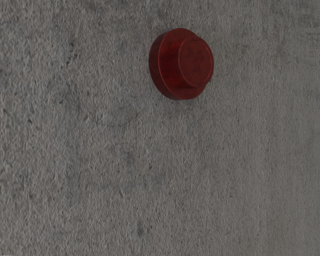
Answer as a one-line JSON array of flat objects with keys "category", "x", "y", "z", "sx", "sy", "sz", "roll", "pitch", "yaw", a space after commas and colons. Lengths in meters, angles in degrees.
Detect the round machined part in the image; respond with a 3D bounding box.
[{"category": "round machined part", "x": 0.036, "y": -0.088, "z": 0.424, "sx": 0.099, "sy": 0.042, "sz": 0.097, "roll": 0, "pitch": 90, "yaw": -40}]
